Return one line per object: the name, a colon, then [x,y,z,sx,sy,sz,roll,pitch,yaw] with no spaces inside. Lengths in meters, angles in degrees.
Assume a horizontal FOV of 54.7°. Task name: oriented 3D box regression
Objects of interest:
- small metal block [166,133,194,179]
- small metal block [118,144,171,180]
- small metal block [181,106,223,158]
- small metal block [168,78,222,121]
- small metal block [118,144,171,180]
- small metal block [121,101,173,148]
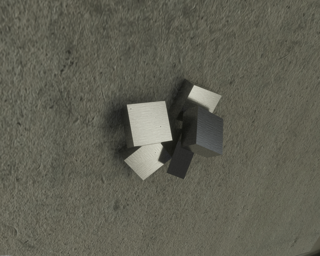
small metal block: [0.033,0.035,0.430,0.025,0.050,0.050,20,112,4]
small metal block: [-0.020,0.035,0.421,0.050,0.025,0.050,-38,130,-3]
small metal block: [0.054,0.006,0.394,0.050,0.025,0.050,23,62,-37]
small metal block: [0.046,-0.033,0.415,0.050,0.025,0.050,15,111,-35]
small metal block: [-0.020,0.035,0.421,0.050,0.025,0.050,-39,129,-3]
small metal block: [-0.017,-0.004,0.382,0.050,0.025,0.050,-8,84,-25]
